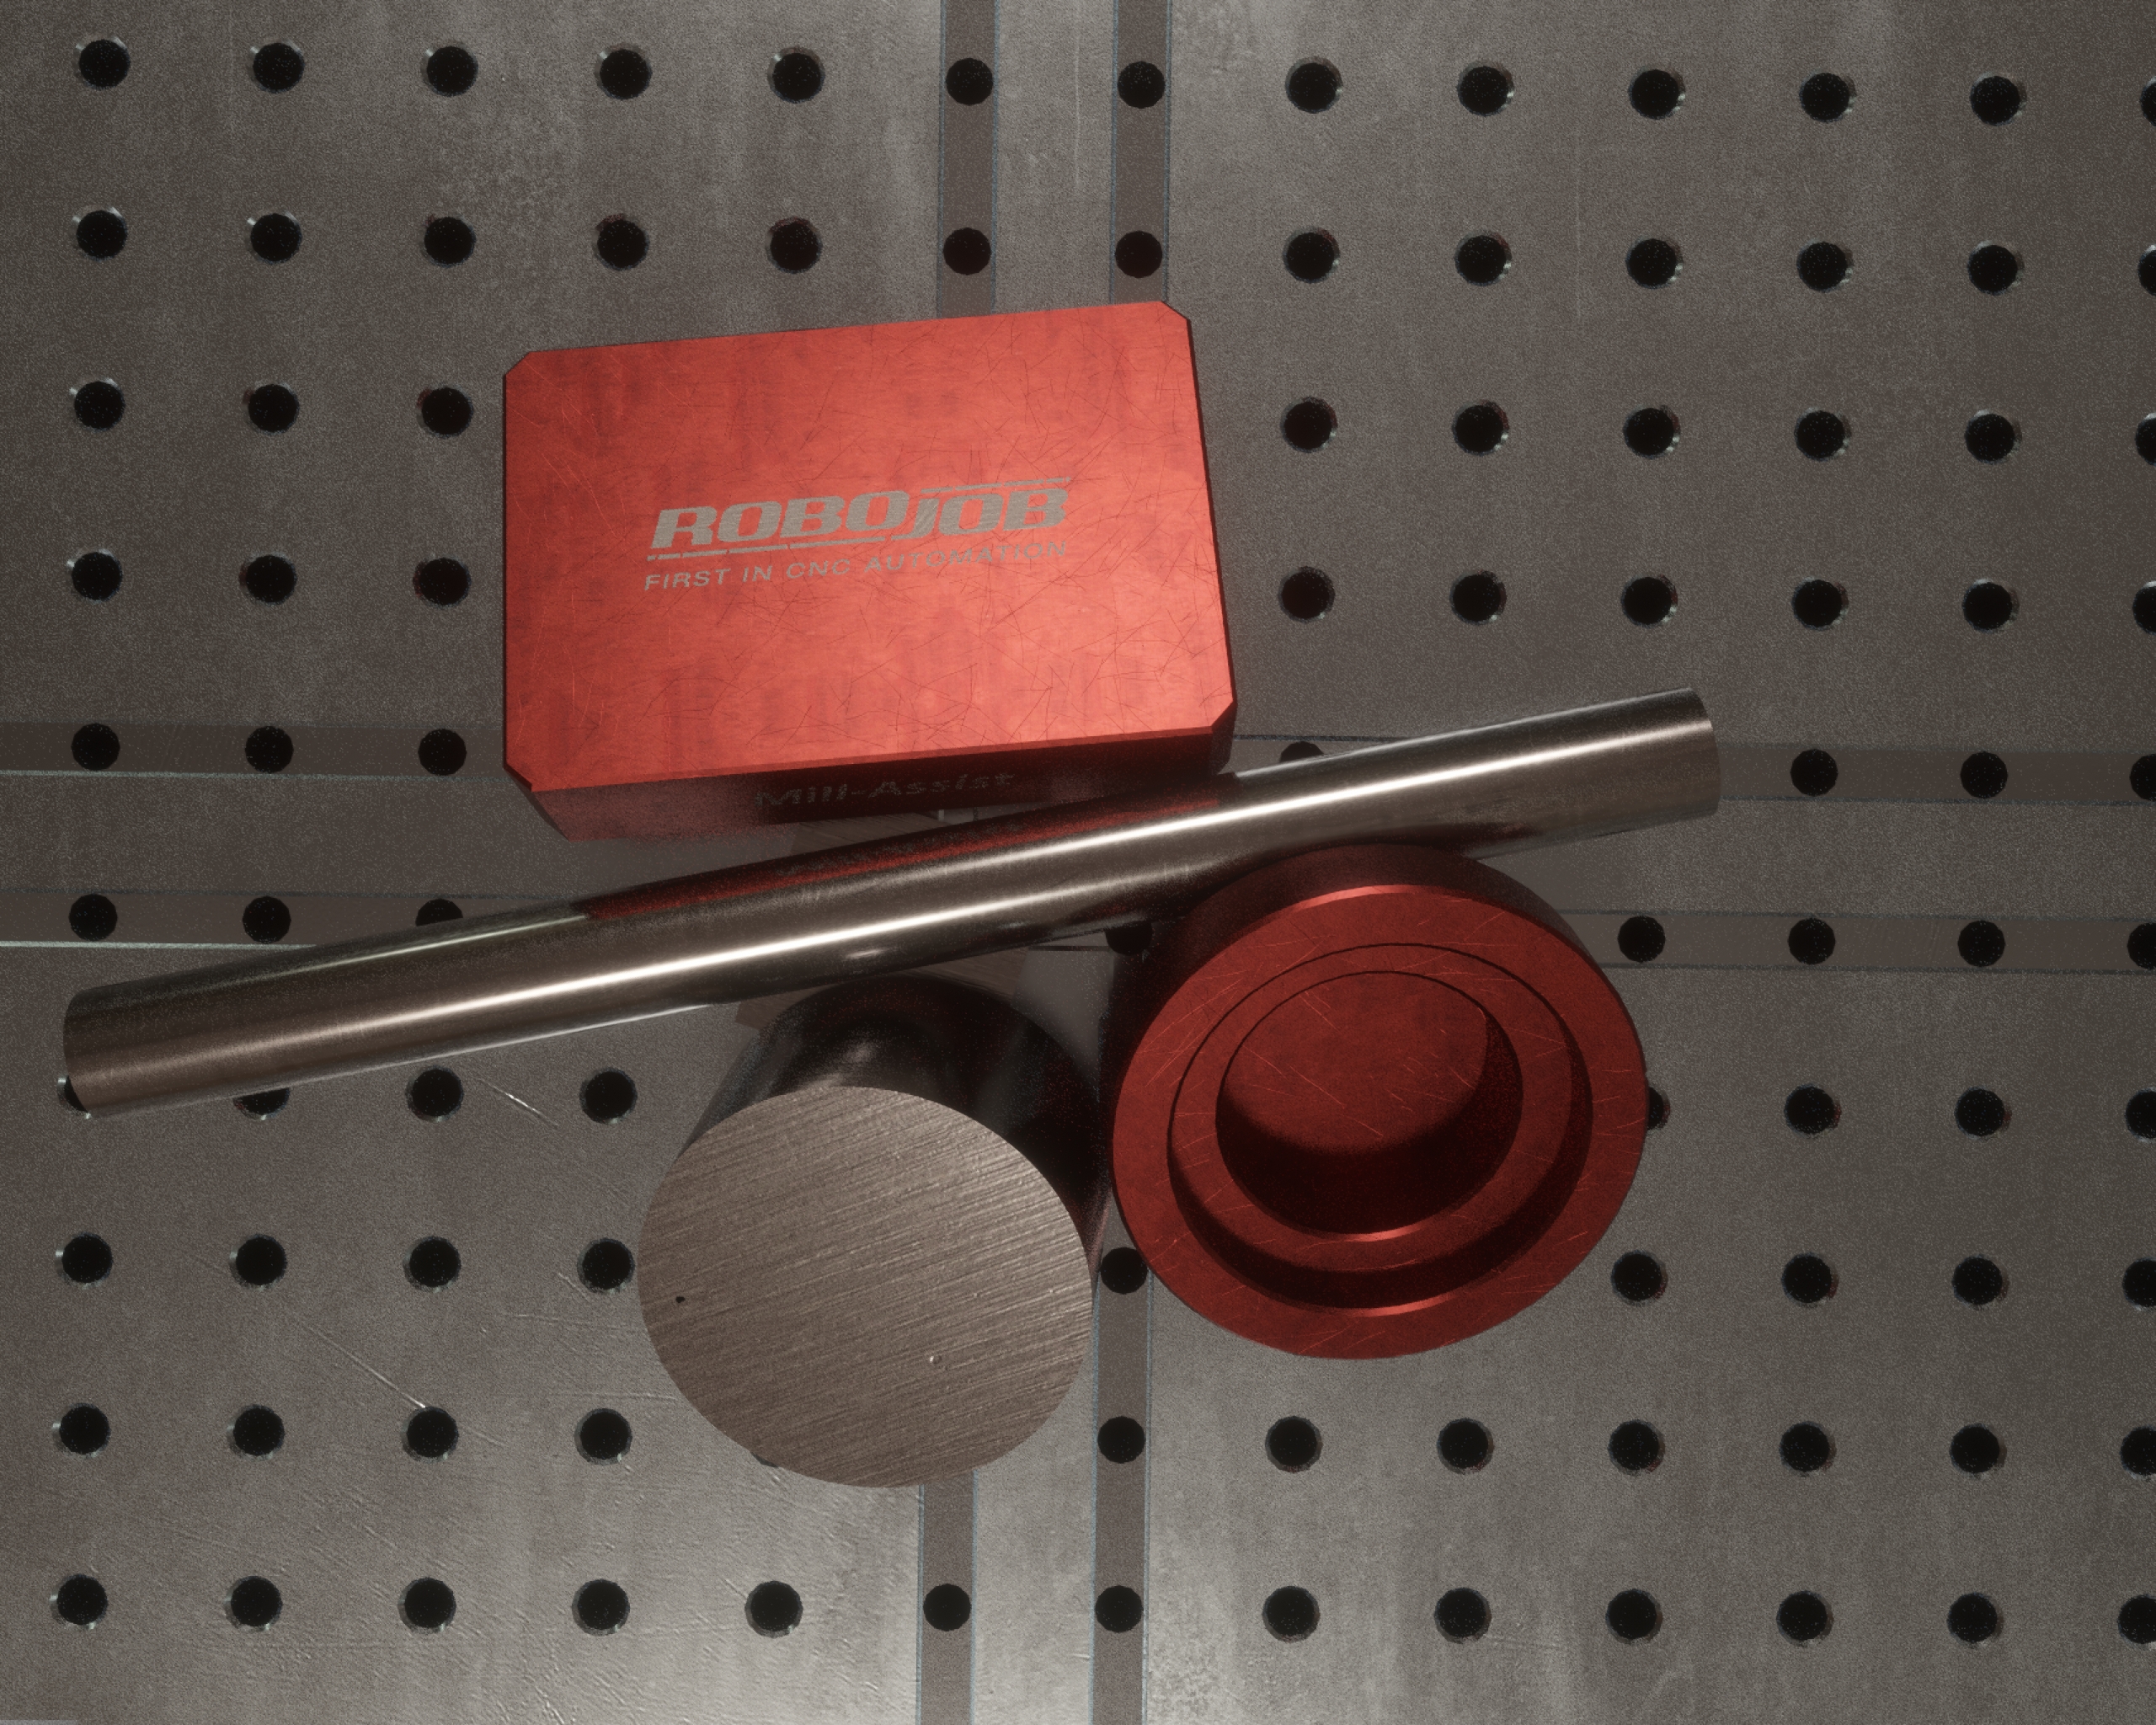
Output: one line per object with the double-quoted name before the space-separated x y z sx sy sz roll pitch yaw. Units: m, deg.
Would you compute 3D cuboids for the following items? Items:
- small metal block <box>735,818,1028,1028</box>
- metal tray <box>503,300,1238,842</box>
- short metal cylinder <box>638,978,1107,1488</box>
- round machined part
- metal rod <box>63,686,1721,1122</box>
"small metal block" -0.036 0.015 0.421 0.050 0.025 0.050 18 90 -1
"metal tray" -0.040 -0.056 0.396 0.131 0.030 0.090 -5 71 -1
"short metal cylinder" -0.035 0.068 0.389 0.080 0.050 0.079 1 109 5
"round machined part" 0.053 0.041 0.394 0.099 0.042 0.097 -2 112 -4
"metal rod" -0.033 0.007 0.387 0.302 0.025 0.025 -11 90 -1
